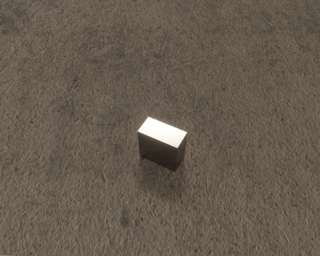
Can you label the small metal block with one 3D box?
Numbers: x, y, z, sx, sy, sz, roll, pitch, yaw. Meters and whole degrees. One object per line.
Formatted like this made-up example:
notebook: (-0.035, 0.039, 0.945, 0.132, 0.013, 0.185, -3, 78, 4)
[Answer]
small metal block: (0.003, 0.020, 0.370, 0.050, 0.050, 0.025, 22, 54, 17)
